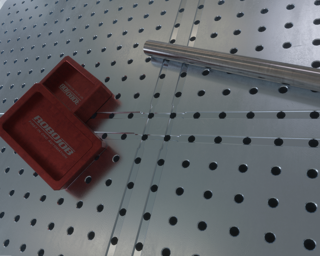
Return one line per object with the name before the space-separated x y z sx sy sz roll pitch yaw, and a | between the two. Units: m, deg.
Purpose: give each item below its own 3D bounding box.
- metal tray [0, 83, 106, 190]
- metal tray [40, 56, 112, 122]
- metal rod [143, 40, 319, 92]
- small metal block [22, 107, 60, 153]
metal tray | -0.153 0.012 0.435 0.130 0.030 0.090 43 86 5
metal tray | -0.151 -0.060 0.521 0.090 0.030 0.130 -47 51 -5
metal rod | 0.096 -0.085 0.409 0.300 0.025 0.025 21 73 35
small metal block | -0.188 0.004 0.489 0.025 0.050 0.050 -32 52 8
